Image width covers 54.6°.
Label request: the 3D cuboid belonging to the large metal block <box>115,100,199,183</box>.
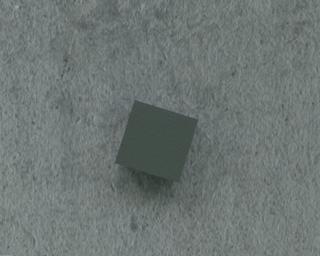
[{"bbox_3d":[-0.004,0.016,0.397,0.080,0.050,0.080,17,90,0],"label":"large metal block"}]
